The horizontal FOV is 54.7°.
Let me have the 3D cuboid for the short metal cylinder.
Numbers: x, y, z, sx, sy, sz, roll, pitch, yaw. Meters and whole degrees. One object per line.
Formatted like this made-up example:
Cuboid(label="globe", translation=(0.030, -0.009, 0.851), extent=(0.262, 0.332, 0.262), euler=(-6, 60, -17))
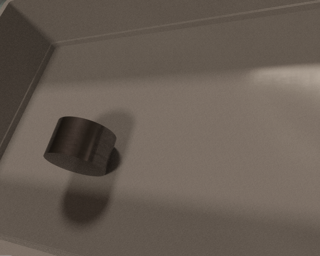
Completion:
Cuboid(label="short metal cylinder", translation=(-0.103, 0.026, 0.407), extent=(0.080, 0.080, 0.050), euler=(0, 62, 28))
